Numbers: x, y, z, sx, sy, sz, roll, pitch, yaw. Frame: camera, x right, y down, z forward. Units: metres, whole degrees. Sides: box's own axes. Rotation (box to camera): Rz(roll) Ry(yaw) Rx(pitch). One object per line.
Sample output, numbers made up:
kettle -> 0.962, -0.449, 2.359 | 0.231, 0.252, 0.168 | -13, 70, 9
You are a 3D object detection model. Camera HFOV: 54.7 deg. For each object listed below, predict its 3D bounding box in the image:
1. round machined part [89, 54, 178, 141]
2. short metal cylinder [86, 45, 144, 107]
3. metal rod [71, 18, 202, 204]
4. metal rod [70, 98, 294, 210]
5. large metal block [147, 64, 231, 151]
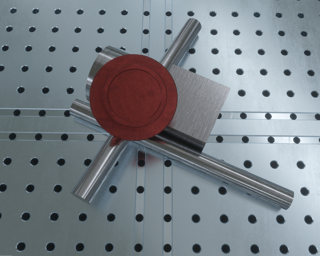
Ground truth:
round machined part -> -0.029, -0.034, 0.345 | 0.099, 0.042, 0.097 | 0, 90, -7
short metal cylinder -> -0.053, -0.060, 0.403 | 0.050, 0.080, 0.080 | 24, 72, 8
metal rod -> -0.018, -0.039, 0.405 | 0.025, 0.025, 0.300 | 27, 64, 9
metal rod -> 0.022, 0.030, 0.400 | 0.301, 0.025, 0.025 | 23, 72, 8
large metal block -> 0.035, -0.024, 0.404 | 0.080, 0.050, 0.080 | 24, 72, 8
